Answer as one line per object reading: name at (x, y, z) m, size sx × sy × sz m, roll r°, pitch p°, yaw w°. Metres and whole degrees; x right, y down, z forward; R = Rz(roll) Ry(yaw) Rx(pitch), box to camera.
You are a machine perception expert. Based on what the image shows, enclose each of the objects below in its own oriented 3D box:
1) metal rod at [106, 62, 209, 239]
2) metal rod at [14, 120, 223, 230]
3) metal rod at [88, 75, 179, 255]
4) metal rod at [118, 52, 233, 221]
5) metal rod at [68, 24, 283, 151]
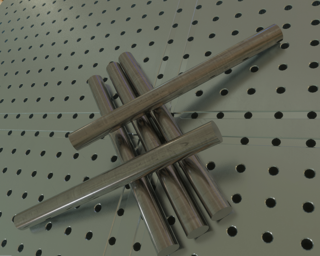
metal rod at (-0.018, 0.005, 0.413) m, size 0.025 × 0.025 × 0.300 m, roll -34°, pitch 52°, yaw 6°
metal rod at (-0.066, 0.066, 0.374) m, size 0.300 × 0.025 × 0.025 m, roll -27°, pitch 52°, yaw 21°
metal rod at (-0.049, 0.026, 0.416) m, size 0.025 × 0.025 × 0.300 m, roll -34°, pitch 52°, yaw 6°
metal rod at (0.004, -0.012, 0.412) m, size 0.025 × 0.025 × 0.300 m, roll -35°, pitch 52°, yaw 5°
metal rod at (0.021, -0.053, 0.402) m, size 0.301 × 0.025 × 0.025 m, roll -28°, pitch 52°, yaw -1°
